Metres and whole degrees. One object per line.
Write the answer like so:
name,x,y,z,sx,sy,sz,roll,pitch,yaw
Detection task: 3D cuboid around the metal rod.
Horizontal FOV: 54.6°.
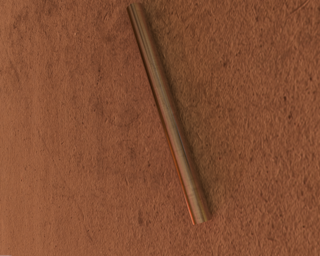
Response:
metal rod,0.007,-0.029,0.399,0.025,0.025,0.299,-27,73,37
